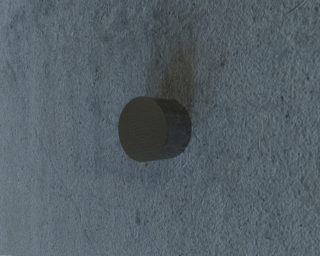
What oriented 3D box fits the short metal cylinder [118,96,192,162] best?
[{"bbox_3d":[-0.007,0.001,0.394,0.080,0.050,0.079,0,90,39],"label":"short metal cylinder"}]
